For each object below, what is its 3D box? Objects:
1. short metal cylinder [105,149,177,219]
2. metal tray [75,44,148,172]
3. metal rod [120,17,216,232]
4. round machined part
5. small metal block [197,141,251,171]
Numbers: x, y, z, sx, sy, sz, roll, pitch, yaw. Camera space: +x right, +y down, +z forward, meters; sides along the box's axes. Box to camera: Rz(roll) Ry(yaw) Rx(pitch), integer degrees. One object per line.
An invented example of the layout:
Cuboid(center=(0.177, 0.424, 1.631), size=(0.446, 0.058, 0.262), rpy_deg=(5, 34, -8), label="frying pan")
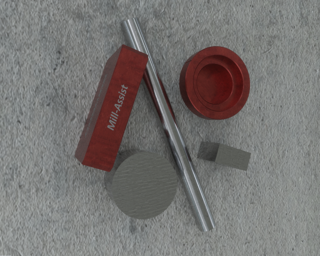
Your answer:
Cuboid(center=(-0.025, 0.068, 0.388), size=(0.081, 0.050, 0.079), rpy_deg=(0, 90, -21), label="short metal cylinder")
Cuboid(center=(-0.059, -0.021, 0.355), size=(0.030, 0.090, 0.129), rpy_deg=(20, 83, -19), label="metal tray")
Cuboid(center=(0.014, 0.001, 0.417), size=(0.025, 0.025, 0.298), rpy_deg=(-24, 98, -19), label="metal rod")
Cuboid(center=(0.071, -0.060, 0.429), size=(0.099, 0.042, 0.097), rpy_deg=(0, 90, -21), label="round machined part")
Cuboid(center=(0.087, 0.038, 0.428), size=(0.050, 0.050, 0.025), rpy_deg=(18, 84, -20), label="small metal block")
